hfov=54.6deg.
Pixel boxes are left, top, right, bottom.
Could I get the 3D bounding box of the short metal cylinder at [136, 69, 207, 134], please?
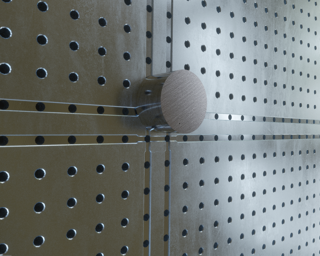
[{"bbox_3d":[0.016,-0.033,0.405,0.081,0.050,0.080,0,90,-40],"label":"short metal cylinder"}]
